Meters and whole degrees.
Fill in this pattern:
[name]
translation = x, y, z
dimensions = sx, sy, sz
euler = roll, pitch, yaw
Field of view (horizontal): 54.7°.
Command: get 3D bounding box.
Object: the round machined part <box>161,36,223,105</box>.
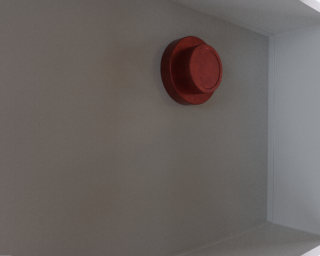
[round machined part]
translation = 0.052, -0.082, 0.441
dimensions = 0.099, 0.042, 0.097
euler = 0, 90, -40
